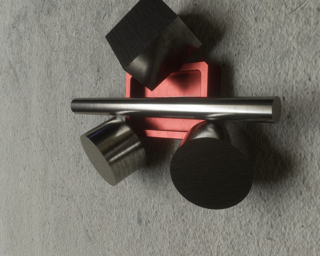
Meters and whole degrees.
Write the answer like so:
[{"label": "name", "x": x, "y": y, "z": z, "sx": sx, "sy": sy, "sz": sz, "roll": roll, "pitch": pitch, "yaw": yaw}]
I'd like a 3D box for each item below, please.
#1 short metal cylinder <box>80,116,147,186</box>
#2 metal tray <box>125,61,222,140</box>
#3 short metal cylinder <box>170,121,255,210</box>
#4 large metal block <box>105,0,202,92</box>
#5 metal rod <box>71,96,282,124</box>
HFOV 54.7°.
[{"label": "short metal cylinder", "x": -0.063, "y": 0.031, "z": 0.418, "sx": 0.080, "sy": 0.050, "sz": 0.080, "roll": 40, "pitch": 150, "yaw": 30}, {"label": "metal tray", "x": 0.012, "y": -0.032, "z": 0.394, "sx": 0.130, "sy": 0.030, "sz": 0.089, "roll": 3, "pitch": 92, "yaw": 40}, {"label": "short metal cylinder", "x": 0.056, "y": 0.037, "z": 0.323, "sx": 0.080, "sy": 0.050, "sz": 0.079, "roll": 7, "pitch": 114, "yaw": 16}, {"label": "large metal block", "x": -0.010, "y": -0.105, "z": 0.370, "sx": 0.080, "sy": 0.050, "sz": 0.080, "roll": -42, "pitch": 47, "yaw": 14}, {"label": "metal rod", "x": -0.010, "y": -0.025, "z": 0.375, "sx": 0.300, "sy": 0.025, "sz": 0.025, "roll": 4, "pitch": 93, "yaw": 39}]
